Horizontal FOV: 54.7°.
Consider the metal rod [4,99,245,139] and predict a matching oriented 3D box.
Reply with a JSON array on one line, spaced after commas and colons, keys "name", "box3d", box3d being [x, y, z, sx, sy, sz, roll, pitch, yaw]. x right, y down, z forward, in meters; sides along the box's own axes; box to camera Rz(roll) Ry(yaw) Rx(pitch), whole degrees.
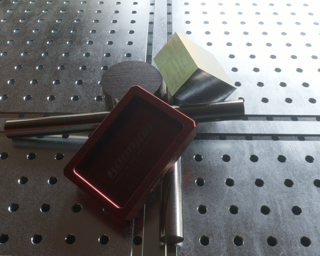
[{"name": "metal rod", "box3d": [-0.048, -0.010, 0.394, 0.302, 0.025, 0.025, -5, 50, 5]}]

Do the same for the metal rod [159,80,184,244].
[{"name": "metal rod", "box3d": [0.014, -0.002, 0.409, 0.025, 0.025, 0.300, 1, 50, 1]}]

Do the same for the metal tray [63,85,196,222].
[{"name": "metal tray", "box3d": [-0.032, 0.026, 0.348, 0.090, 0.030, 0.130, 34, 78, 18]}]

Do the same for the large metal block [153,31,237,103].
[{"name": "large metal block", "box3d": [0.048, -0.076, 0.430, 0.080, 0.050, 0.080, 17, 37, -40]}]

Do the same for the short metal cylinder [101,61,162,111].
[{"name": "short metal cylinder", "box3d": [-0.038, -0.049, 0.432, 0.081, 0.050, 0.080, 0, 50, 0]}]
